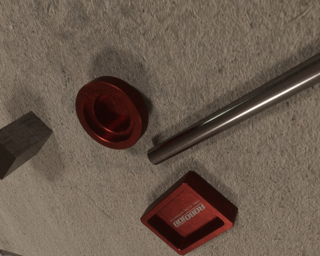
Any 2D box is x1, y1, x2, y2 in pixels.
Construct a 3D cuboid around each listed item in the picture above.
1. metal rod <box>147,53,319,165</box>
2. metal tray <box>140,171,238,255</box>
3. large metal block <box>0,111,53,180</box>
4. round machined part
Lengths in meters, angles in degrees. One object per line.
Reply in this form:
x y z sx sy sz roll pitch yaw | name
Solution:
0.093 -0.022 0.343 0.299 0.025 0.025 -31 101 37 | metal rod
0.039 0.131 0.462 0.090 0.030 0.129 41 129 0 | metal tray
-0.236 0.028 0.510 0.050 0.080 0.080 46 129 -4 | large metal block
-0.059 -0.023 0.411 0.098 0.042 0.097 13 124 20 | round machined part
